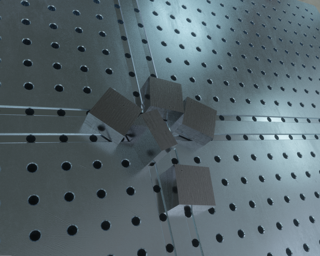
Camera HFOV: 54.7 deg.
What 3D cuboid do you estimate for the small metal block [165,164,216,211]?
[{"bbox_3d":[0.037,0.075,0.384,0.050,0.025,0.050,8,58,-24],"label":"small metal block"}]

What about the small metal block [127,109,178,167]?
[{"bbox_3d":[-0.012,0.013,0.379,0.025,0.050,0.050,-21,73,-36],"label":"small metal block"}]

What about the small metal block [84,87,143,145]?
[{"bbox_3d":[-0.058,-0.015,0.387,0.050,0.025,0.050,35,51,-6],"label":"small metal block"}]

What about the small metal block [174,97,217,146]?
[{"bbox_3d":[0.051,-0.010,0.444,0.050,0.025,0.050,24,53,-14],"label":"small metal block"}]

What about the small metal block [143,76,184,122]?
[{"bbox_3d":[0.004,-0.041,0.437,0.050,0.025,0.050,11,57,-23],"label":"small metal block"}]
